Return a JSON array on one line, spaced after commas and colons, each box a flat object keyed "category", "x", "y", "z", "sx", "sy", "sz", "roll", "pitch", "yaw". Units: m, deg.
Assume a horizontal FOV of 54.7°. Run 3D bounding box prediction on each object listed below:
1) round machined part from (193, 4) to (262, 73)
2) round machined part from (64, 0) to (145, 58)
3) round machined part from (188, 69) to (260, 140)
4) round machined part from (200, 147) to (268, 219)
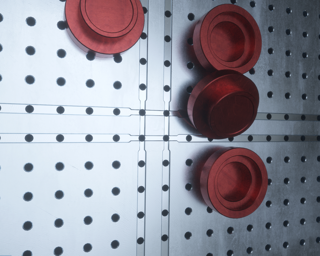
[{"category": "round machined part", "x": 0.091, "y": -0.120, "z": 0.438, "sx": 0.099, "sy": 0.042, "sz": 0.097, "roll": 0, "pitch": 90, "yaw": -21}, {"category": "round machined part", "x": -0.066, "y": -0.139, "z": 0.380, "sx": 0.099, "sy": 0.042, "sz": 0.097, "roll": 0, "pitch": 90, "yaw": -20}, {"category": "round machined part", "x": 0.091, "y": -0.026, "z": 0.417, "sx": 0.099, "sy": 0.042, "sz": 0.097, "roll": -8, "pitch": 121, "yaw": -14}, {"category": "round machined part", "x": 0.101, "y": 0.075, "z": 0.443, "sx": 0.099, "sy": 0.042, "sz": 0.097, "roll": 0, "pitch": 90, "yaw": -21}]
